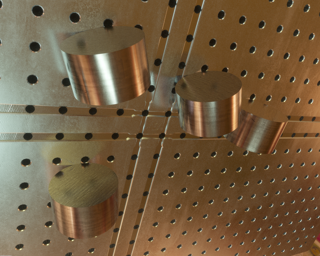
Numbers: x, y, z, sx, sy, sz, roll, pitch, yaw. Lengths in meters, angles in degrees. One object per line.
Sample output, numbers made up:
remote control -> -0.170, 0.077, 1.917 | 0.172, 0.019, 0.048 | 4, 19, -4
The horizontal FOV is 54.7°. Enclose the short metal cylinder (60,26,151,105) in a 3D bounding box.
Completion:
short metal cylinder -> -0.052, -0.064, 0.308 | 0.081, 0.080, 0.050 | -19, 126, -18

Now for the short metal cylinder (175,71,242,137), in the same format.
short metal cylinder -> 0.062, -0.032, 0.391 | 0.081, 0.080, 0.050 | -21, 127, -17

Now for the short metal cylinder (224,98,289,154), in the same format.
short metal cylinder -> 0.136, -0.005, 0.450 | 0.081, 0.080, 0.050 | 3, 117, -30

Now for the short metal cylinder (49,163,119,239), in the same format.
short metal cylinder -> -0.091, 0.087, 0.381 | 0.081, 0.080, 0.050 | -11, 123, -23
